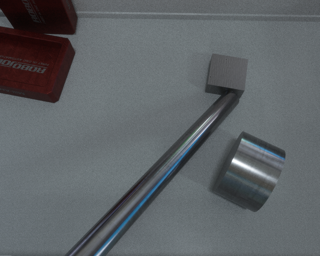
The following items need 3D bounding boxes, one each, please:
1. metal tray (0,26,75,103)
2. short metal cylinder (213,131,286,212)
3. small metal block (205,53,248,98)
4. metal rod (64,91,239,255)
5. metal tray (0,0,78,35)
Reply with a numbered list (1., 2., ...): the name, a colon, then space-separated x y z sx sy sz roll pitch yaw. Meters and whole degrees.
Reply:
1. metal tray: -0.198 -0.092 0.438 0.131 0.030 0.090 11 70 3
2. short metal cylinder: 0.103 0.050 0.363 0.050 0.080 0.080 26 72 9
3. small metal block: 0.094 -0.074 0.438 0.050 0.025 0.050 10 70 3
4. metal rod: 0.011 0.039 0.334 0.025 0.025 0.302 38 51 12
5. metal tray: -0.173 -0.179 0.417 0.091 0.130 0.030 2 70 0
